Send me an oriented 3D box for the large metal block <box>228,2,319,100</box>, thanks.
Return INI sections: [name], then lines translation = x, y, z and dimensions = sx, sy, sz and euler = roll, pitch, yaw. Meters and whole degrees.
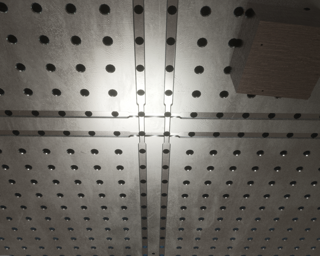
[large metal block]
translation = 0.126, -0.080, 0.329
dimensions = 0.081, 0.050, 0.079
euler = 5, 130, -5
